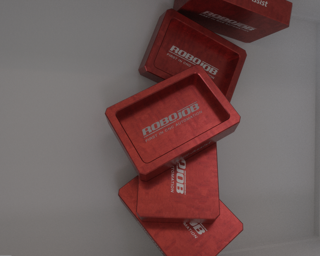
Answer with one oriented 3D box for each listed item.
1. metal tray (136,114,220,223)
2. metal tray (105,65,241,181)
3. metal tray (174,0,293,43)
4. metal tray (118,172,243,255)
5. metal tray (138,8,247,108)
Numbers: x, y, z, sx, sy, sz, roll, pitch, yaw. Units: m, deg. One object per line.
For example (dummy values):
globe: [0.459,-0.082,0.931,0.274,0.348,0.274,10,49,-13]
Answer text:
metal tray: [0.022,0.045,0.373,0.091,0.030,0.130,2,64,1]
metal tray: [0.014,-0.009,0.362,0.131,0.030,0.090,-28,70,-12]
metal tray: [0.093,-0.155,0.409,0.131,0.090,0.030,11,86,-20]
metal tray: [0.023,0.103,0.378,0.090,0.030,0.130,-36,66,-18]
metal tray: [0.047,-0.090,0.424,0.131,0.030,0.090,23,82,-19]
